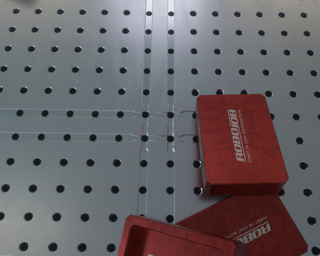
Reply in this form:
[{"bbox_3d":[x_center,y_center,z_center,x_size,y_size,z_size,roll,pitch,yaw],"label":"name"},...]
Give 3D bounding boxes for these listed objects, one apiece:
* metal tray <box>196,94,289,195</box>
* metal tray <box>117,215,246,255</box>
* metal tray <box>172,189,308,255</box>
[{"bbox_3d":[0.095,0.016,0.386,0.090,0.030,0.130,-1,54,-1],"label":"metal tray"},{"bbox_3d":[0.014,0.147,0.316,0.130,0.030,0.090,3,74,35],"label":"metal tray"},{"bbox_3d":[0.090,0.129,0.363,0.131,0.030,0.090,-24,72,-9],"label":"metal tray"}]
